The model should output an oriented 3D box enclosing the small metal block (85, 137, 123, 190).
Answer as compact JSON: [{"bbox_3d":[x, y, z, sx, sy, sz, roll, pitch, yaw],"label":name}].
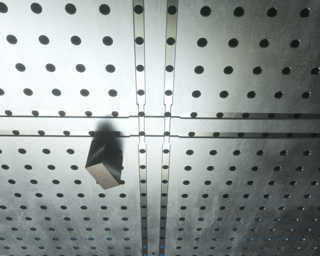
[{"bbox_3d":[-0.077,0.050,0.437,0.025,0.050,0.050,-18,128,15],"label":"small metal block"}]
